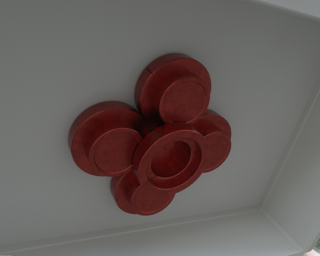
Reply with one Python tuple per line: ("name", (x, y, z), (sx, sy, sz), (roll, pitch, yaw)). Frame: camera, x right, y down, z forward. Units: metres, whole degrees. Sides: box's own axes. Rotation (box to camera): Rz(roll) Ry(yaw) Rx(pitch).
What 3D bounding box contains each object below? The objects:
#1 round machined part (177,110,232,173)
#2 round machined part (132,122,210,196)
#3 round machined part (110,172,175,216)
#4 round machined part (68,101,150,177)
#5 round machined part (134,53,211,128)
("round machined part", (0.062, 0.026, 0.444), (0.099, 0.042, 0.097), (-14, 124, -21))
("round machined part", (0.011, 0.035, 0.395), (0.099, 0.042, 0.097), (-14, 124, -21))
("round machined part", (-0.016, 0.084, 0.438), (0.099, 0.042, 0.097), (-14, 123, -22))
("round machined part", (-0.057, 0.020, 0.376), (0.099, 0.042, 0.097), (-14, 124, -21))
("round machined part", (0.022, -0.039, 0.382), (0.099, 0.042, 0.097), (-14, 124, -21))
